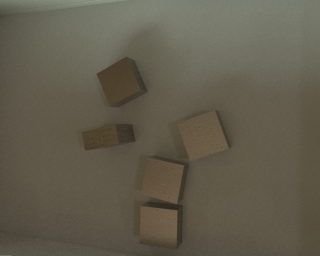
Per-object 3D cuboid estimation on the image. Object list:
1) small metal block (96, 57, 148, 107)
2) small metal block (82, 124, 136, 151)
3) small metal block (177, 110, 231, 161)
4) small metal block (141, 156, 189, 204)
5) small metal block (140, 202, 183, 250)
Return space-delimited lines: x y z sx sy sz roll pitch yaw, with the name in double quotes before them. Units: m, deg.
"small metal block" -0.052 -0.062 0.428 0.050 0.025 0.050 -25 82 18
"small metal block" -0.068 0.012 0.420 0.050 0.050 0.025 -12 86 19
"small metal block" 0.056 0.009 0.390 0.050 0.025 0.050 -21 83 18
"small metal block" 0.007 0.067 0.407 0.050 0.025 0.050 11 94 19
"small metal block" 0.002 0.128 0.409 0.050 0.025 0.050 1 91 19
